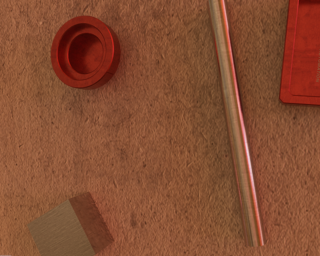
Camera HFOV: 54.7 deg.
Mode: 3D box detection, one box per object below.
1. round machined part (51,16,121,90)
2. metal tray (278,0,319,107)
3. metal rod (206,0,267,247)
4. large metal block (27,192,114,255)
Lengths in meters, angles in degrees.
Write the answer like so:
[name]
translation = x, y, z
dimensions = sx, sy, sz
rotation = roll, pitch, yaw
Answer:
[round machined part]
translation = -0.099, -0.102, 0.433
dimensions = 0.098, 0.042, 0.097
rotation = 0, 90, 19
[metal tray]
translation = 0.185, -0.088, 0.341
dimensions = 0.090, 0.030, 0.129
rotation = 6, 92, 19
[metal rod]
translation = 0.092, -0.011, 0.376
dimensions = 0.025, 0.025, 0.298
rotation = -9, 87, 19
[large metal block]
translation = -0.126, 0.149, 0.439
dimensions = 0.080, 0.050, 0.080
rotation = -33, 80, 16
